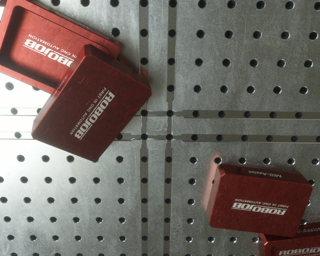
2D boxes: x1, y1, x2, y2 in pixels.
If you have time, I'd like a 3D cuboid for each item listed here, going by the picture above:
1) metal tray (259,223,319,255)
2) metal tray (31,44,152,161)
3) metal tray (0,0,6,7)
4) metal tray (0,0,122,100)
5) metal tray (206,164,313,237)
[{"bbox_3d":[0.225,0.197,0.484,0.131,0.030,0.089,-7,110,2],"label":"metal tray"},{"bbox_3d":[-0.084,-0.025,0.378,0.090,0.030,0.130,28,116,-31],"label":"metal tray"},{"bbox_3d":[-0.167,-0.208,0.332,0.130,0.030,0.090,-40,105,13],"label":"metal tray"},{"bbox_3d":[-0.124,-0.088,0.372,0.131,0.030,0.090,24,108,-13],"label":"metal tray"},{"bbox_3d":[0.141,0.106,0.451,0.131,0.030,0.089,8,110,-3],"label":"metal tray"}]
